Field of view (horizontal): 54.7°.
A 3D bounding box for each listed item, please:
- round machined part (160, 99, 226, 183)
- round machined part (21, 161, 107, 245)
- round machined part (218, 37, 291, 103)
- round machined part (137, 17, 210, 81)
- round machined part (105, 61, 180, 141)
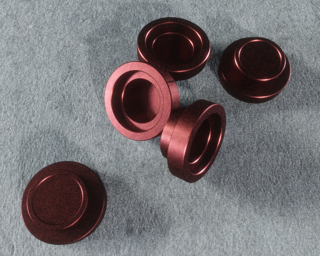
[{"bbox_3d":[0.037,0.012,0.370,0.042,0.098,0.098,22,70,31],"label":"round machined part"},{"bbox_3d":[-0.115,0.086,0.366,0.099,0.042,0.098,0,70,-1],"label":"round machined part"},{"bbox_3d":[0.134,-0.087,0.433,0.099,0.042,0.098,0,70,-1],"label":"round machined part"},{"bbox_3d":[0.017,-0.104,0.432,0.099,0.042,0.098,2,62,-3],"label":"round machined part"},{"bbox_3d":[-0.019,-0.035,0.394,0.098,0.042,0.097,6,102,29],"label":"round machined part"}]
